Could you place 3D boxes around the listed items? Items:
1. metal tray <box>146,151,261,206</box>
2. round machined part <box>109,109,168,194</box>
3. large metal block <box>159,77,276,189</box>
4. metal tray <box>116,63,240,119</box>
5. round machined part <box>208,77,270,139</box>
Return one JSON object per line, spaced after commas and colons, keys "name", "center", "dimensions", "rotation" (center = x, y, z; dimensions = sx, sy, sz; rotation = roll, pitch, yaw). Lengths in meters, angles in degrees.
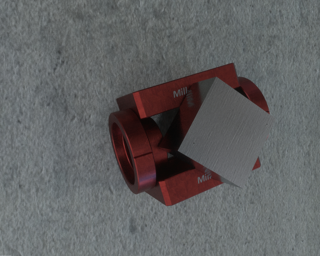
{"name": "metal tray", "center": [0.047, 0.051, 0.393], "dimensions": [0.131, 0.090, 0.030], "rotation": [-19, 97, -19]}
{"name": "round machined part", "center": [-0.024, 0.024, 0.363], "dimensions": [0.042, 0.098, 0.097], "rotation": [-17, 96, -20]}
{"name": "large metal block", "center": [0.059, 0.005, 0.322], "dimensions": [0.080, 0.050, 0.080], "rotation": [31, 80, -18]}
{"name": "metal tray", "center": [0.020, -0.044, 0.385], "dimensions": [0.131, 0.090, 0.030], "rotation": [-19, 97, -19]}
{"name": "round machined part", "center": [0.095, -0.015, 0.407], "dimensions": [0.042, 0.098, 0.097], "rotation": [-17, 96, -20]}
